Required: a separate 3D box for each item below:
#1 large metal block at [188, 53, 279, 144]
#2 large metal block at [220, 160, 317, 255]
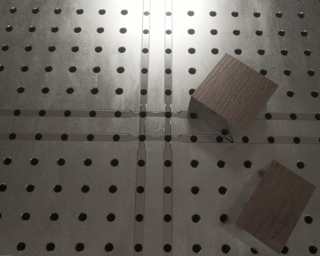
[{"bbox_3d":[0.095,-0.039,0.414,0.080,0.050,0.080,36,74,12],"label":"large metal block"},{"bbox_3d":[0.118,0.091,0.351,0.050,0.080,0.080,34,73,11],"label":"large metal block"}]
